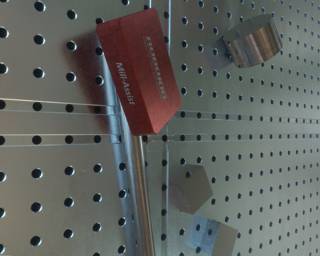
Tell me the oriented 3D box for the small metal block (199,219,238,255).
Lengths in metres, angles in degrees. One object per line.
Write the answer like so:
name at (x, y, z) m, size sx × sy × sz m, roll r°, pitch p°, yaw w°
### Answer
small metal block at (0.094, 0.178, 0.491) m, size 0.050 × 0.025 × 0.050 m, roll 33°, pitch 70°, yaw -36°

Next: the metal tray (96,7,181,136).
metal tray at (-0.018, -0.067, 0.364) m, size 0.090 × 0.030 × 0.129 m, roll -48°, pitch 127°, yaw -53°

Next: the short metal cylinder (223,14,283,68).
short metal cylinder at (0.150, -0.141, 0.501) m, size 0.080 × 0.080 × 0.050 m, roll -48°, pitch 119°, yaw -29°

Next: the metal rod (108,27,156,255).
metal rod at (-0.033, 0.029, 0.383) m, size 0.025 × 0.025 × 0.298 m, roll -11°, pitch 97°, yaw -40°

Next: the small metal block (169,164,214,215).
small metal block at (0.046, 0.088, 0.451) m, size 0.050 × 0.025 × 0.050 m, roll -34°, pitch 111°, yaw -35°
